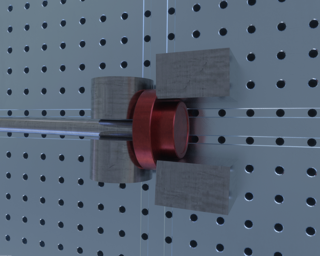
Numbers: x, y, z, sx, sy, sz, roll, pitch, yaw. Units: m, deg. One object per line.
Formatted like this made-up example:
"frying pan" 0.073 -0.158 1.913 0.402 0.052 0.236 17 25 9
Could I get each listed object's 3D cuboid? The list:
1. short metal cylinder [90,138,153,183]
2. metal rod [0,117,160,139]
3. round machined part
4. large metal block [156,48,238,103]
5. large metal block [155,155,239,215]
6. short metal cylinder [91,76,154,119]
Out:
"short metal cylinder" -0.049 0.039 0.400 0.080 0.080 0.050 2 91 20
"metal rod" -0.121 -0.001 0.443 0.301 0.025 0.025 2 91 24
"round machined part" 0.007 0.002 0.371 0.042 0.098 0.097 1 90 20
"large metal block" 0.047 -0.058 0.367 0.080 0.080 0.050 0 90 20
"large metal block" 0.047 0.062 0.367 0.080 0.080 0.050 3 91 20
"short metal cylinder" -0.048 -0.036 0.400 0.080 0.080 0.050 1 91 20
